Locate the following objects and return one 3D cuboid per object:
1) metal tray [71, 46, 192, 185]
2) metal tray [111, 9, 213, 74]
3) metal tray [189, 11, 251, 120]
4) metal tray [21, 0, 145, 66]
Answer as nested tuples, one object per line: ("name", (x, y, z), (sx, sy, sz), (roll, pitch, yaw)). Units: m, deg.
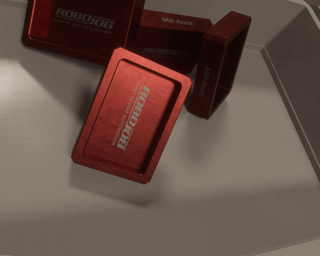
("metal tray", (-0.032, -0.012, 0.341), (0.091, 0.030, 0.129), (21, 97, -17))
("metal tray", (0.005, -0.117, 0.438), (0.131, 0.090, 0.030), (-4, 62, -30))
("metal tray", (0.084, -0.086, 0.437), (0.030, 0.129, 0.090), (26, 48, 20))
("metal tray", (-0.091, -0.126, 0.364), (0.131, 0.089, 0.030), (16, 9, 12))
